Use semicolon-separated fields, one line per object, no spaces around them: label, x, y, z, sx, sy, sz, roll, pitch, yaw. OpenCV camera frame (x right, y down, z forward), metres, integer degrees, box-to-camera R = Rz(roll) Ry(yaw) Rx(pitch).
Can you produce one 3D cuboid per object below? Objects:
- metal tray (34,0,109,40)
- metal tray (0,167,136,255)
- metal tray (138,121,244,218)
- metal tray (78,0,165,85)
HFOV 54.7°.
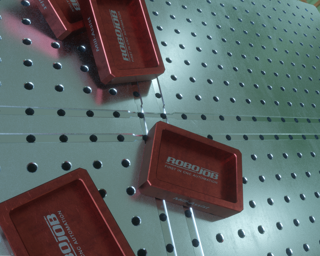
metal tray;-0.133;-0.197;0.423;0.091;0.030;0.130;-41;108;-39
metal tray;-0.083;0.113;0.291;0.091;0.030;0.130;-24;75;-37
metal tray;0.043;0.053;0.397;0.131;0.030;0.090;20;54;-17
metal tray;-0.052;-0.130;0.431;0.091;0.030;0.129;-13;84;-38
